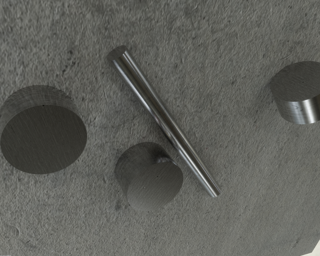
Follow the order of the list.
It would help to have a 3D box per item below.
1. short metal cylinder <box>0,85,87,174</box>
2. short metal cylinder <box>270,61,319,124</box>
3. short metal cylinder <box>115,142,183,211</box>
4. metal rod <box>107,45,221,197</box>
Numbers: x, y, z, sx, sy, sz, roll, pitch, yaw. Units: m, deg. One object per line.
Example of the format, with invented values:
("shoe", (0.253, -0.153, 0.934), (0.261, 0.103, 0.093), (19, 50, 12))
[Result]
("short metal cylinder", (-0.123, 0.001, 0.325), (0.081, 0.050, 0.079), (-14, 124, -21))
("short metal cylinder", (0.209, -0.052, 0.454), (0.080, 0.080, 0.050), (-39, 130, -2))
("short metal cylinder", (-0.015, 0.066, 0.423), (0.081, 0.050, 0.079), (-14, 124, -21))
("metal rod", (0.023, 0.013, 0.426), (0.025, 0.025, 0.300), (-39, 130, -2))
